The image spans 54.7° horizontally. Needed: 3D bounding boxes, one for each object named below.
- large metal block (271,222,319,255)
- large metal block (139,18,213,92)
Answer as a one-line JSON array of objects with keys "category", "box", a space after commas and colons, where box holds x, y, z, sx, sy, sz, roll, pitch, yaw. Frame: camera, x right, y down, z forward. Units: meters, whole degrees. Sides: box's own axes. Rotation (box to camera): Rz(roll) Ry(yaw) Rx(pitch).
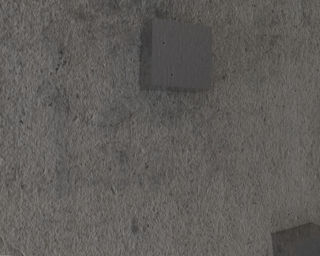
[{"category": "large metal block", "box": [0.226, 0.201, 0.479, 0.081, 0.050, 0.080, -8, 93, -20]}, {"category": "large metal block", "box": [0.020, -0.090, 0.403, 0.081, 0.050, 0.080, 1, 90, -20]}]
